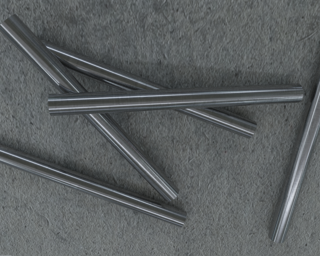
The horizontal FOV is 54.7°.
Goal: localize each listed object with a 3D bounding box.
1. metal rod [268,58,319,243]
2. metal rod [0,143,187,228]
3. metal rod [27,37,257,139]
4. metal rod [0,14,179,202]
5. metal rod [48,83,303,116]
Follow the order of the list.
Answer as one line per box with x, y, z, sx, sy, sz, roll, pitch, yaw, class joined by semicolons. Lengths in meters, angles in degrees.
0.195;0.028;0.421;0.025;0.025;0.298;6;110;-3;metal rod
-0.104;0.079;0.437;0.302;0.025;0.025;22;109;-8;metal rod
-0.019;-0.049;0.391;0.302;0.025;0.025;20;109;-8;metal rod
-0.074;-0.009;0.389;0.025;0.025;0.300;-36;113;12;metal rod
0.027;-0.035;0.370;0.302;0.025;0.025;-4;111;-10;metal rod
